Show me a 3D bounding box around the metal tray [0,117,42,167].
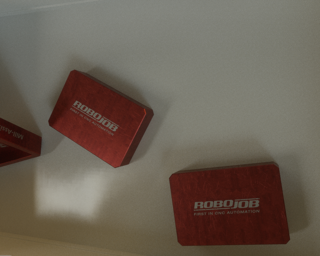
[{"bbox_3d":[-0.247,0.017,0.438,0.090,0.130,0.030,-16,63,18],"label":"metal tray"}]

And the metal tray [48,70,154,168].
[{"bbox_3d":[-0.085,-0.014,0.437,0.130,0.030,0.090,30,99,17],"label":"metal tray"}]

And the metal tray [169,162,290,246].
[{"bbox_3d":[0.082,0.093,0.378,0.130,0.030,0.089,-9,87,19],"label":"metal tray"}]
